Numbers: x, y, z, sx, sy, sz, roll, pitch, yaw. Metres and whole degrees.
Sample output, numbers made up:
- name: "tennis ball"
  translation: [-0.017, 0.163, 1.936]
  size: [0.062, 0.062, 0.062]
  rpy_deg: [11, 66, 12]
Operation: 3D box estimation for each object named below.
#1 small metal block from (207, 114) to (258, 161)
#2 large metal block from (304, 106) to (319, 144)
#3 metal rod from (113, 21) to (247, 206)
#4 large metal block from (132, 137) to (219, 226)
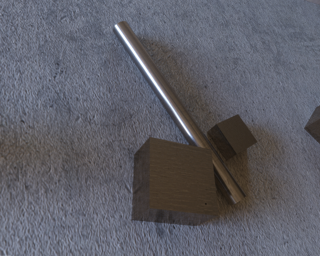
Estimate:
- name: "small metal block"
  translation: [0.106, 0.013, 0.452]
  size: [0.050, 0.025, 0.050]
  rpy_deg: [-22, 74, -36]
- name: "large metal block"
  translation: [0.322, -0.003, 0.562]
  size: [0.080, 0.050, 0.080]
  rpy_deg: [46, 51, 4]
- name: "metal rod"
  translation: [0.021, -0.029, 0.432]
  size: [0.025, 0.025, 0.299]
  rpy_deg: [-24, 75, -37]
- name: "large metal block"
  translation: [0.015, 0.064, 0.357]
  size: [0.081, 0.050, 0.080]
  rpy_deg: [13, 57, -21]
